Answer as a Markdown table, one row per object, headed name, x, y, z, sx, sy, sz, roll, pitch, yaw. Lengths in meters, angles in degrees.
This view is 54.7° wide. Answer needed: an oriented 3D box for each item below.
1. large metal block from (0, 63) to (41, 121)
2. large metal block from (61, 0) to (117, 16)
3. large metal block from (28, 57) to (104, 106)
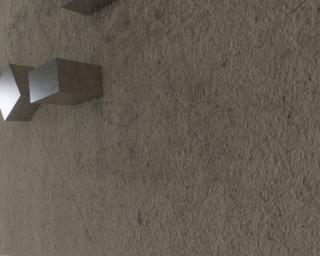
| name | x | y | z | sx | sy | sz | roll | pitch | yaw |
| --- | --- | --- | --- | --- | --- | --- | --- | --- | --- |
| large metal block | -0.283 | -0.069 | 0.622 | 0.080 | 0.050 | 0.080 | -43 | 64 | 31 |
| large metal block | -0.110 | -0.232 | 0.480 | 0.080 | 0.050 | 0.080 | -8 | 85 | 39 |
| large metal block | -0.149 | -0.070 | 0.492 | 0.080 | 0.081 | 0.050 | -11 | 83 | 39 |
